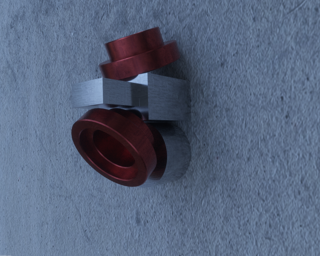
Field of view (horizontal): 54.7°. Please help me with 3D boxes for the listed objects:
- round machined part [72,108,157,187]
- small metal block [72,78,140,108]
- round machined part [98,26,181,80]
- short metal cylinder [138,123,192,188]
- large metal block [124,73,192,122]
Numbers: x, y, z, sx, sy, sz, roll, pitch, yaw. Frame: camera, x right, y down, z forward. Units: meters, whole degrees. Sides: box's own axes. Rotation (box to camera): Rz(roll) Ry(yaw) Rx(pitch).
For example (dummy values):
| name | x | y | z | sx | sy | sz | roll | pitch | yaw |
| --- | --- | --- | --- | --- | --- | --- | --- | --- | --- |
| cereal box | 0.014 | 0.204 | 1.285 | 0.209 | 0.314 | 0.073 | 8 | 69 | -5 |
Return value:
| name | x | y | z | sx | sy | sz | roll | pitch | yaw |
| --- | --- | --- | --- | --- | --- | --- | --- | --- | --- |
| round machined part | -0.046 | 0.017 | 0.345 | 0.098 | 0.042 | 0.097 | 21 | 139 | 20 |
| small metal block | -0.058 | -0.035 | 0.331 | 0.050 | 0.050 | 0.025 | -3 | 88 | 40 |
| round machined part | -0.028 | -0.092 | 0.375 | 0.098 | 0.099 | 0.042 | -3 | 113 | 39 |
| short metal cylinder | -0.007 | 0.032 | 0.395 | 0.080 | 0.050 | 0.079 | 0 | 90 | 39 |
| large metal block | -0.018 | -0.032 | 0.382 | 0.080 | 0.081 | 0.050 | -2 | 89 | 39 |
